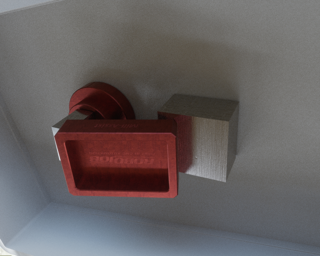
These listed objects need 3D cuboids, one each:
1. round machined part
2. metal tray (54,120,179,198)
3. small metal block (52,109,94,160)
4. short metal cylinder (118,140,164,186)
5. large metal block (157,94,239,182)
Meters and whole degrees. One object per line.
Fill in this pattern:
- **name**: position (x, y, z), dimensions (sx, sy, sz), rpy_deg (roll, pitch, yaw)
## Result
- **round machined part**: position (-0.087, -0.012, 0.432), dimensions (0.098, 0.042, 0.097), rpy_deg (13, 124, 20)
- **metal tray**: position (-0.045, 0.036, 0.357), dimensions (0.131, 0.030, 0.089), rpy_deg (0, 121, 6)
- **small metal block**: position (-0.107, 0.010, 0.397), dimensions (0.025, 0.050, 0.050), rpy_deg (12, 123, 21)
- **short metal cylinder**: position (-0.027, 0.048, 0.418), dimensions (0.080, 0.050, 0.079), rpy_deg (6, 132, 7)
- **large metal block**: position (0.047, 0.010, 0.369), dimensions (0.080, 0.050, 0.079), rpy_deg (9, 123, 23)
